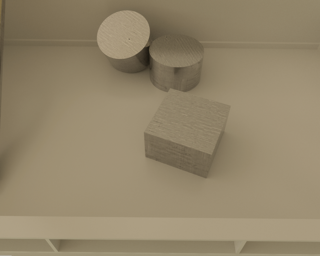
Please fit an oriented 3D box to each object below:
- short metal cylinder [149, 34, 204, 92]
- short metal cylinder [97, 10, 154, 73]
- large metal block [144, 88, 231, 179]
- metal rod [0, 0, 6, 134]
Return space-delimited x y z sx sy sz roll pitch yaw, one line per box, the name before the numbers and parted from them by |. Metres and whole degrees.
short metal cylinder | 0.024 -0.099 0.472 0.081 0.050 0.080 1 50 -1
short metal cylinder | -0.050 -0.132 0.479 0.080 0.050 0.080 -2 76 9
large metal block | 0.034 0.005 0.385 0.080 0.050 0.080 18 52 14
metal rod | -0.215 -0.082 0.396 0.025 0.025 0.299 -5 74 -5
